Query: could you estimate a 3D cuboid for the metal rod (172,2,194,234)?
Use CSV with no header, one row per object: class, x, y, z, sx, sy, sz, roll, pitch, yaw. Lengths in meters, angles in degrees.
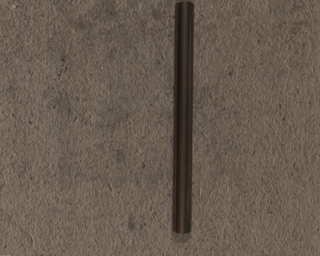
metal rod,0.031,-0.013,0.410,0.025,0.025,0.298,1,90,-1
